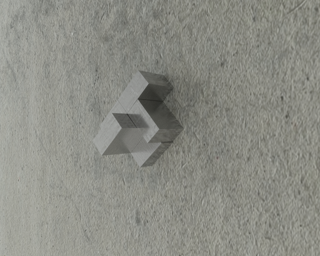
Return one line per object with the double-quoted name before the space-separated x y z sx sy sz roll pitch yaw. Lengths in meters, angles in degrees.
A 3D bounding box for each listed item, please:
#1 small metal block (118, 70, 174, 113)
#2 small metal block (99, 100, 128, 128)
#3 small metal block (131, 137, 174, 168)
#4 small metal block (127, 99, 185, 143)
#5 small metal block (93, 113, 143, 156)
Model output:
"small metal block" -0.018 -0.045 0.403 0.050 0.050 0.025 -51 60 28
"small metal block" -0.046 -0.010 0.425 0.050 0.050 0.025 -51 60 28
"small metal block" -0.017 0.017 0.419 0.050 0.025 0.050 -50 61 28
"small metal block" -0.005 -0.009 0.392 0.025 0.050 0.050 -50 61 28
"small metal block" -0.049 0.008 0.396 0.050 0.050 0.025 -51 60 28
